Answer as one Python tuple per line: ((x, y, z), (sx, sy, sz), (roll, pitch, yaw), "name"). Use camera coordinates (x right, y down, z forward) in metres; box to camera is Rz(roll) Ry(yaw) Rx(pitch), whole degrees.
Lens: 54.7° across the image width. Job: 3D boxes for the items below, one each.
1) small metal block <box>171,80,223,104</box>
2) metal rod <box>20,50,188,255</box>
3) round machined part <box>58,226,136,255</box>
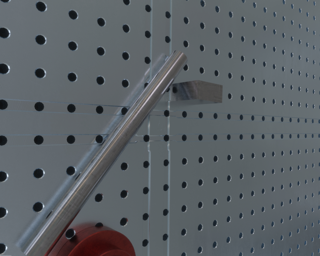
((0.052, -0.049, 0.436), (0.050, 0.050, 0.025), (4, 88, -40), "small metal block")
((-0.049, 0.014, 0.367), (0.025, 0.025, 0.301), (49, 61, -29), "metal rod")
((-0.066, 0.163, 0.344), (0.099, 0.042, 0.097), (0, 90, -40), "round machined part")
